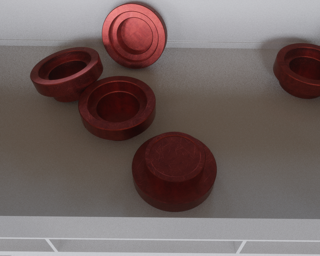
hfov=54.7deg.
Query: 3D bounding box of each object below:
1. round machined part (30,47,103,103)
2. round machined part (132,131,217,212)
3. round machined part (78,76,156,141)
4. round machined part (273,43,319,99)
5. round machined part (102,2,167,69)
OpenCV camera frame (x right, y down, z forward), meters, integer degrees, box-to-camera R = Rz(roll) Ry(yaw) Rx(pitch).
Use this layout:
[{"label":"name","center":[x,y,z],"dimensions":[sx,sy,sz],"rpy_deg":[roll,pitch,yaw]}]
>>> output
[{"label":"round machined part","center":[-0.129,-0.073,0.445],"dimensions":[0.098,0.042,0.098],"rpy_deg":[-8,42,7]},{"label":"round machined part","center":[0.017,0.043,0.358],"dimensions":[0.099,0.042,0.098],"rpy_deg":[0,50,0]},{"label":"round machined part","center":[-0.055,-0.021,0.411],"dimensions":[0.099,0.042,0.098],"rpy_deg":[0,50,0]},{"label":"round machined part","center":[0.220,-0.082,0.466],"dimensions":[0.099,0.042,0.098],"rpy_deg":[0,50,0]},{"label":"round machined part","center":[-0.037,-0.146,0.485],"dimensions":[0.099,0.097,0.042],"rpy_deg":[7,28,5]}]
